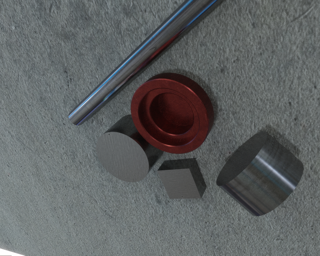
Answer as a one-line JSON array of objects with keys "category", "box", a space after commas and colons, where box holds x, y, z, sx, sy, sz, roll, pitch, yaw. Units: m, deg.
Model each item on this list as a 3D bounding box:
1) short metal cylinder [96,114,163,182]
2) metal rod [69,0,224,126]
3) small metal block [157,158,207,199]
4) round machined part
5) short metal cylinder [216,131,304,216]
[{"category": "short metal cylinder", "box": [-0.040, 0.028, 0.429, 0.080, 0.050, 0.079, 13, 124, 21]}, {"category": "metal rod", "box": [-0.027, -0.080, 0.371, 0.299, 0.025, 0.025, -33, 100, 38]}, {"category": "small metal block", "box": [0.031, 0.072, 0.435, 0.050, 0.025, 0.050, -9, 114, 32]}, {"category": "round machined part", "box": [0.018, -0.021, 0.374, 0.098, 0.042, 0.097, 13, 124, 21]}, {"category": "short metal cylinder", "box": [0.109, 0.050, 0.345, 0.050, 0.080, 0.080, 41, 129, 0]}]
